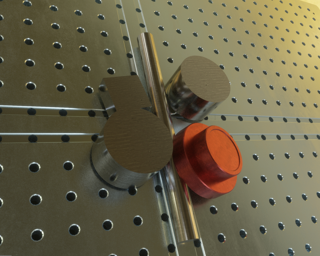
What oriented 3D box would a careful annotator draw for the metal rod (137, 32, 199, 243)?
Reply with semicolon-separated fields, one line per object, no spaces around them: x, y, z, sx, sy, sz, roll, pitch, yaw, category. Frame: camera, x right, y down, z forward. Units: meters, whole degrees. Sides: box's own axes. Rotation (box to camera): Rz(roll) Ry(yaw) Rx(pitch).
0.004;-0.006;0.409;0.025;0.025;0.299;3;60;-27;metal rod

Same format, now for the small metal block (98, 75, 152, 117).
-0.046;-0.039;0.402;0.050;0.025;0.050;-12;68;-33;small metal block

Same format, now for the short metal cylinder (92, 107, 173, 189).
-0.032;0.023;0.355;0.081;0.050;0.080;14;56;-21;short metal cylinder

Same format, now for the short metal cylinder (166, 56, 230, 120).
0.054;-0.058;0.451;0.081;0.050;0.080;14;56;-21;short metal cylinder

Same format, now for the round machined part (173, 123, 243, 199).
0.066;0.036;0.391;0.098;0.042;0.098;27;45;-31;round machined part
